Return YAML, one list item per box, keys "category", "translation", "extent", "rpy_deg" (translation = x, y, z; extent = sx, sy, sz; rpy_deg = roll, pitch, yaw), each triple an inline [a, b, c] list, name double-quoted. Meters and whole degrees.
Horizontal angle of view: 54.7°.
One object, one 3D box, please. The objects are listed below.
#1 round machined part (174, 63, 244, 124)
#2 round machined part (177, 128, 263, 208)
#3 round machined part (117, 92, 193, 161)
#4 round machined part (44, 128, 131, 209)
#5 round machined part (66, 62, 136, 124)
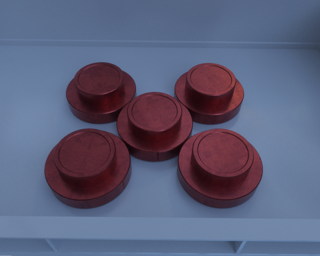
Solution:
- category: "round machined part"
  translation: [0.070, -0.055, 0.440]
  extent: [0.099, 0.042, 0.098]
  rpy_deg: [0, 50, 0]
- category: "round machined part"
  translation: [0.070, 0.039, 0.361]
  extent: [0.099, 0.042, 0.098]
  rpy_deg: [0, 50, 0]
- category: "round machined part"
  translation: [-0.007, -0.009, 0.399]
  extent: [0.099, 0.042, 0.098]
  rpy_deg: [0, 50, 0]
- category: "round machined part"
  translation: [-0.083, 0.039, 0.358]
  extent: [0.099, 0.042, 0.098]
  rpy_deg: [0, 50, 0]
- category: "round machined part"
  translation: [-0.084, -0.056, 0.438]
  extent: [0.099, 0.042, 0.098]
  rpy_deg: [0, 50, 0]
